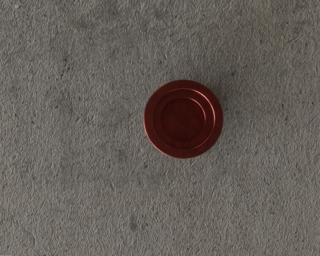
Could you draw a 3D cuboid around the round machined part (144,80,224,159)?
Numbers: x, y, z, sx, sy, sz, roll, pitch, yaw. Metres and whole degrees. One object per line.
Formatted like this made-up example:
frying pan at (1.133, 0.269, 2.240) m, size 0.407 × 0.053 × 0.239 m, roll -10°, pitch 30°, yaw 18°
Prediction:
round machined part at (0.029, -0.011, 0.402) m, size 0.099 × 0.042 × 0.097 m, roll 0°, pitch 90°, yaw 0°
